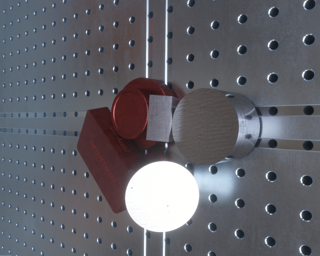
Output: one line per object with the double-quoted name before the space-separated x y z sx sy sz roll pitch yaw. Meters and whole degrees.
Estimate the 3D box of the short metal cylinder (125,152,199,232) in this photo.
"short metal cylinder" 0.000 0.072 0.360 0.050 0.081 0.079 -132 49 -80

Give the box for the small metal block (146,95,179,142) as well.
"small metal block" 0.004 -0.011 0.360 0.025 0.050 0.050 5 93 12

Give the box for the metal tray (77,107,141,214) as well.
"metal tray" -0.071 0.044 0.445 0.130 0.030 0.089 53 136 26

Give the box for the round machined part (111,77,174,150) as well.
"round machined part" -0.028 -0.019 0.415 0.098 0.042 0.097 0 90 40

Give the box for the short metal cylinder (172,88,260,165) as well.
"short metal cylinder" 0.060 -0.002 0.339 0.080 0.050 0.079 0 90 40
